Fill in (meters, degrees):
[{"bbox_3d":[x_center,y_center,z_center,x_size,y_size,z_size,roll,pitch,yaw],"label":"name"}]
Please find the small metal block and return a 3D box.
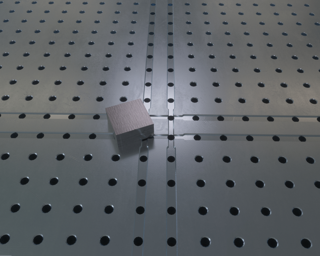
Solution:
[{"bbox_3d":[-0.040,-0.008,0.414,0.050,0.025,0.050,-17,52,-14],"label":"small metal block"}]
